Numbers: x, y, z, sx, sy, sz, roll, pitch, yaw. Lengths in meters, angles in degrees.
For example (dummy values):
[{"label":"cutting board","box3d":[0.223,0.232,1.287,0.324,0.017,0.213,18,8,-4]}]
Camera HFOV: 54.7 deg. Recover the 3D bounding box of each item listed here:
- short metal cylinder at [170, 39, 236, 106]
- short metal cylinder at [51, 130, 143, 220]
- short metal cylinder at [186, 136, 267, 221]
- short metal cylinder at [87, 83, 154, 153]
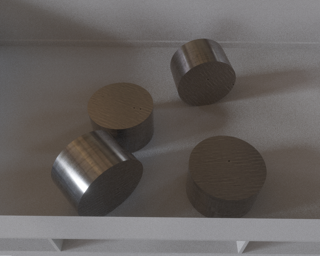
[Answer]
[{"label":"short metal cylinder","box3d":[0.059,-0.077,0.434,0.081,0.080,0.050,-8,51,-7]},{"label":"short metal cylinder","box3d":[-0.065,0.049,0.327,0.080,0.080,0.050,-34,58,-25]},{"label":"short metal cylinder","box3d":[0.070,0.055,0.343,0.080,0.050,0.080,0,50,0]},{"label":"short metal cylinder","box3d":[-0.048,-0.013,0.399,0.080,0.050,0.080,0,50,0]}]
